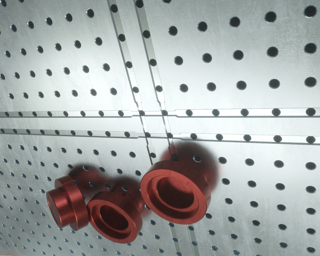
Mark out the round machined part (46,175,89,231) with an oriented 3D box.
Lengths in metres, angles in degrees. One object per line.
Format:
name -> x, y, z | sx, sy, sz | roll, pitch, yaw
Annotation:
round machined part -> -0.166, 0.135, 0.542 | 0.098, 0.042, 0.097 | 32, 132, 45

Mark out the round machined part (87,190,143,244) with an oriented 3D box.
round machined part -> -0.073, 0.145, 0.527 | 0.098, 0.042, 0.097 | 13, 124, 20

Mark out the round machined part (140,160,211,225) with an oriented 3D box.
round machined part -> 0.025, 0.086, 0.439 | 0.098, 0.042, 0.097 | 13, 124, 20
